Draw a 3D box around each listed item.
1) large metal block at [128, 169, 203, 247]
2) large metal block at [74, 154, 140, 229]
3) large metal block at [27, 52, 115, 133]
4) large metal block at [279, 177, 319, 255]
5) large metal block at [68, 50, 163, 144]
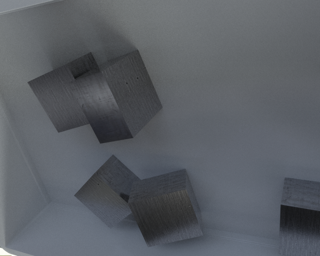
[{"bbox_3d":[0.010,0.113,0.439,0.080,0.050,0.080,-16,112,10],"label":"large metal block"},{"bbox_3d":[-0.077,0.102,0.494,0.080,0.050,0.080,43,129,-2],"label":"large metal block"},{"bbox_3d":[-0.118,-0.047,0.423,0.080,0.050,0.080,-14,112,33],"label":"large metal block"},{"bbox_3d":[0.186,0.110,0.363,0.080,0.050,0.079,5,121,25],"label":"large metal block"},{"bbox_3d":[-0.049,-0.039,0.374,0.050,0.080,0.080,-11,113,32],"label":"large metal block"}]
